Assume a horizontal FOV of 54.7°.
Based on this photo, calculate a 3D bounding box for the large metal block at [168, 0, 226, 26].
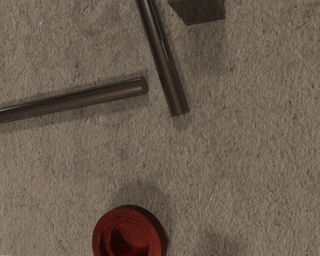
[{"bbox_3d":[0.043,-0.176,0.364,0.050,0.080,0.080,-5,89,20],"label":"large metal block"}]

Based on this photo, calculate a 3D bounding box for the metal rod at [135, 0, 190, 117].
[{"bbox_3d":[-0.017,-0.160,0.413,0.025,0.025,0.299,-19,84,19],"label":"metal rod"}]

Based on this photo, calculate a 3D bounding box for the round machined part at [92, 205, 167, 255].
[{"bbox_3d":[-0.037,0.150,0.412,0.098,0.042,0.097,0,90,19],"label":"round machined part"}]

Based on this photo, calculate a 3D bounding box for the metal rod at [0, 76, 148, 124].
[{"bbox_3d":[-0.161,-0.035,0.464,0.301,0.025,0.025,-9,87,19],"label":"metal rod"}]
